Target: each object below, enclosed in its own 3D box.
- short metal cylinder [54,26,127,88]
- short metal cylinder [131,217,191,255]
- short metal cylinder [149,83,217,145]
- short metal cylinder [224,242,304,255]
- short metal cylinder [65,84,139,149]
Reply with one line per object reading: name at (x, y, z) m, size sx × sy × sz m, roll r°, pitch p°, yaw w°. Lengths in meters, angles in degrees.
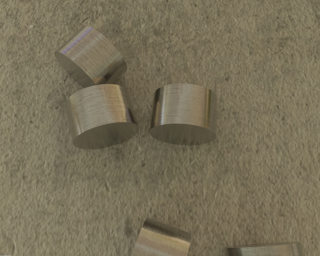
short metal cylinder at (-0.090, -0.086, 0.409) m, size 0.080 × 0.080 × 0.050 m, roll 38°, pitch 74°, yaw 12°
short metal cylinder at (-0.004, 0.142, 0.327) m, size 0.050 × 0.080 × 0.080 m, roll 19°, pitch 71°, yaw 6°
short metal cylinder at (0.030, -0.014, 0.385) m, size 0.080 × 0.080 × 0.050 m, roll 5°, pitch 70°, yaw 1°
short metal cylinder at (0.111, 0.149, 0.326) m, size 0.081 × 0.080 × 0.050 m, roll -4°, pitch 70°, yaw -2°
short metal cylinder at (-0.071, -0.012, 0.382) m, size 0.081 × 0.080 × 0.050 m, roll -16°, pitch 71°, yaw -6°
